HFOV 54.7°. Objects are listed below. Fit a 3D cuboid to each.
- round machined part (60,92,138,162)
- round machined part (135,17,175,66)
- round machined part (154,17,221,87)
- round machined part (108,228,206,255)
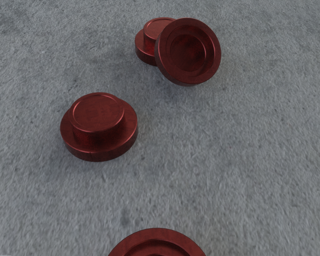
[{"bbox_3d":[-0.079,-0.008,0.398,0.099,0.042,0.098,0,50,0],"label":"round machined part"},{"bbox_3d":[0.007,-0.149,0.518,0.099,0.042,0.098,0,50,0],"label":"round machined part"},{"bbox_3d":[0.038,-0.110,0.464,0.099,0.042,0.097,1,86,-18],"label":"round machined part"},{"bbox_3d":[-0.003,0.143,0.272,0.099,0.042,0.098,0,50,0],"label":"round machined part"}]
